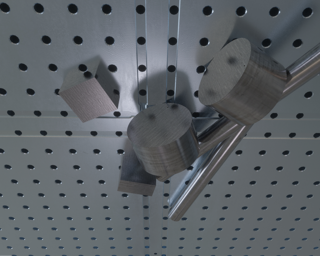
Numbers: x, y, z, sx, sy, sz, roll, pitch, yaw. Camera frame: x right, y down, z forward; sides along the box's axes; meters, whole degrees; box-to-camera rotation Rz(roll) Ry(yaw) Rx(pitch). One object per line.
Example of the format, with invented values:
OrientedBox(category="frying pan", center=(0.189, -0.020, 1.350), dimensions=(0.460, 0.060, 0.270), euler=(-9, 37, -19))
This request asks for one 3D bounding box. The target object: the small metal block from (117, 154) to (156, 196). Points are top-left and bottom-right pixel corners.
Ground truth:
OrientedBox(category="small metal block", center=(-0.033, 0.068, 0.453), dimensions=(0.050, 0.050, 0.025), euler=(11, 129, -10))

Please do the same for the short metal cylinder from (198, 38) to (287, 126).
OrientedBox(category="short metal cylinder", center=(0.086, -0.049, 0.335), dimensions=(0.050, 0.080, 0.080), euler=(28, 125, -21))

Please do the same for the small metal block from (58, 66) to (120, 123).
OrientedBox(category="small metal block", center=(-0.085, -0.040, 0.377), dimensions=(0.050, 0.025, 0.050), euler=(-20, 128, 16))

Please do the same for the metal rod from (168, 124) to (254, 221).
OrientedBox(category="metal rod", center=(0.081, 0.046, 0.451), dimensions=(0.025, 0.025, 0.298), euler=(17, 128, -14))

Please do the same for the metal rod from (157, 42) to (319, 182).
OrientedBox(category="metal rod", center=(0.090, -0.008, 0.382), dimensions=(0.025, 0.025, 0.299), euler=(30, 131, -23))

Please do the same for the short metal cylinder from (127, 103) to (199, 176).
OrientedBox(category="short metal cylinder", center=(0.005, 0.013, 0.387), dimensions=(0.080, 0.080, 0.050), euler=(-11, 129, 9))
